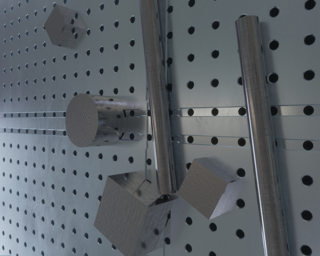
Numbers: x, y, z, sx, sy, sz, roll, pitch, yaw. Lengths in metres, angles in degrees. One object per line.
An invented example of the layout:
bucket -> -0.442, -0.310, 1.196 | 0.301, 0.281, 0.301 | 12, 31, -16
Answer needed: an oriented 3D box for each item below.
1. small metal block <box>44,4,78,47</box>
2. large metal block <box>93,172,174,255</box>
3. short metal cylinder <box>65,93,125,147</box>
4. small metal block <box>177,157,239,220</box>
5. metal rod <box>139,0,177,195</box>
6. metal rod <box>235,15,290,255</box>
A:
small metal block -> -0.179, -0.183, 0.557 | 0.050, 0.025, 0.050 | -43, 64, 31
large metal block -> -0.038, 0.117, 0.424 | 0.080, 0.050, 0.079 | 28, 108, 36
short metal cylinder -> -0.101, -0.011, 0.476 | 0.080, 0.050, 0.079 | 0, 90, 40
small metal block -> 0.055, 0.070, 0.364 | 0.050, 0.025, 0.050 | 35, 111, 34
metal rod -> -0.005, -0.064, 0.413 | 0.025, 0.025, 0.298 | -10, 84, 39
metal rod -> 0.108, 0.033, 0.320 | 0.025, 0.025, 0.298 | -10, 84, 39
